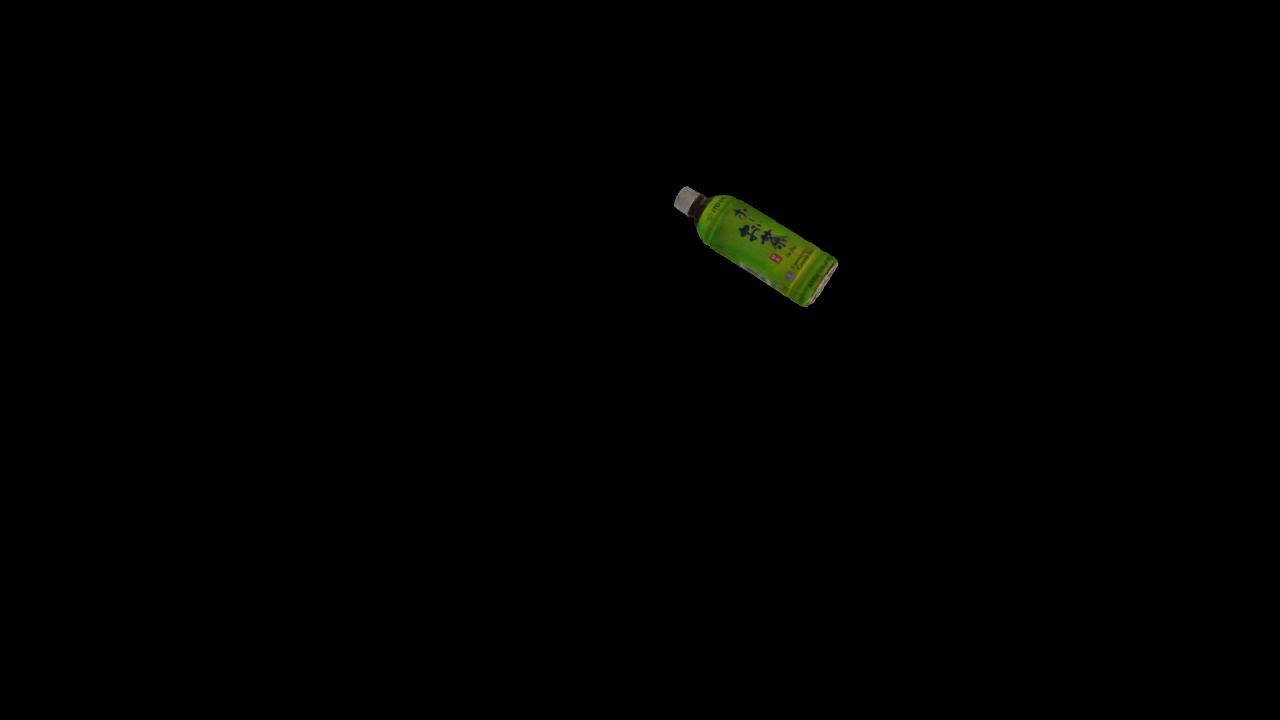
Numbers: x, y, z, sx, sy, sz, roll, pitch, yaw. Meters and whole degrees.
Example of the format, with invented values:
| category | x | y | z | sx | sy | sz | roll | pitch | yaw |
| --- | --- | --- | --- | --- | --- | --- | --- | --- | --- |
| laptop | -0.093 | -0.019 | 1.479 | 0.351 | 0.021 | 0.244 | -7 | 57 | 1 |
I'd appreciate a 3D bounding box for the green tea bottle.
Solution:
| category | x | y | z | sx | sy | sz | roll | pitch | yaw |
| --- | --- | --- | --- | --- | --- | --- | --- | --- | --- |
| green tea bottle | 0.134 | -0.147 | 0.753 | 0.212 | 0.073 | 0.073 | 34 | 9 | 13 |
